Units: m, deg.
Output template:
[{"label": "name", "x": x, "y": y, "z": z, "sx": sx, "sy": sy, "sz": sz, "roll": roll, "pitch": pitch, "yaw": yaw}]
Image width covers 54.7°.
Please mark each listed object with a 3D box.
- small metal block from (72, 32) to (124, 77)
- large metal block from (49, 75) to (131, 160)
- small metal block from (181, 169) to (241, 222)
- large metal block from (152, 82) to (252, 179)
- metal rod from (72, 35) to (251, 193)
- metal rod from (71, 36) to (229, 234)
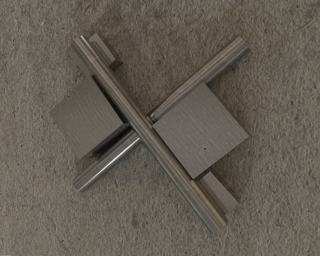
[{"label": "small metal block", "x": -0.089, "y": -0.098, "z": 0.442, "sx": 0.050, "sy": 0.025, "sz": 0.050, "roll": -39, "pitch": 78, "yaw": 15}, {"label": "large metal block", "x": -0.090, "y": -0.014, "z": 0.427, "sx": 0.080, "sy": 0.050, "sz": 0.080, "roll": -39, "pitch": 78, "yaw": 16}, {"label": "small metal block", "x": 0.064, "y": 0.087, "z": 0.388, "sx": 0.050, "sy": 0.025, "sz": 0.050, "roll": -45, "pitch": 76, "yaw": 14}, {"label": "large metal block", "x": 0.052, "y": 0.003, "z": 0.378, "sx": 0.080, "sy": 0.050, "sz": 0.080, "roll": -41, "pitch": 77, "yaw": 15}, {"label": "metal rod", "x": -0.008, "y": -0.010, "z": 0.414, "sx": 0.299, "sy": 0.025, "sz": 0.025, "roll": -40, "pitch": 77, "yaw": 15}, {"label": "metal rod", "x": -0.020, "y": -0.001, "z": 0.390, "sx": 0.025, "sy": 0.025, "sz": 0.300, "roll": -41, "pitch": 77, "yaw": 15}]
